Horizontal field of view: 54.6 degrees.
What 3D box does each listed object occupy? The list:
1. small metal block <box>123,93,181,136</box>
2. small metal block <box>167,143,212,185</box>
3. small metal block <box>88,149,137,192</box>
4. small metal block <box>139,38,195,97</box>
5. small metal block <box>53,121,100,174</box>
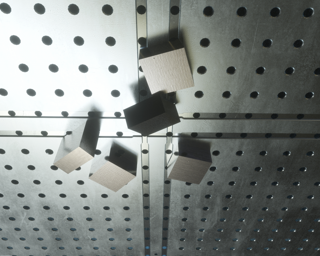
[{"bbox_3d":[-0.009,-0.015,0.383,0.050,0.025,0.050,-23,160,18],"label":"small metal block"},{"bbox_3d":[0.043,0.054,0.457,0.050,0.025,0.050,13,129,-11],"label":"small metal block"},{"bbox_3d":[-0.070,0.065,0.466,0.050,0.025,0.050,34,122,-26],"label":"small metal block"},{"bbox_3d":[0.008,-0.068,0.353,0.050,0.025,0.050,-13,129,10],"label":"small metal block"},{"bbox_3d":[-0.111,0.026,0.416,0.050,0.050,0.025,-31,123,24],"label":"small metal block"}]
